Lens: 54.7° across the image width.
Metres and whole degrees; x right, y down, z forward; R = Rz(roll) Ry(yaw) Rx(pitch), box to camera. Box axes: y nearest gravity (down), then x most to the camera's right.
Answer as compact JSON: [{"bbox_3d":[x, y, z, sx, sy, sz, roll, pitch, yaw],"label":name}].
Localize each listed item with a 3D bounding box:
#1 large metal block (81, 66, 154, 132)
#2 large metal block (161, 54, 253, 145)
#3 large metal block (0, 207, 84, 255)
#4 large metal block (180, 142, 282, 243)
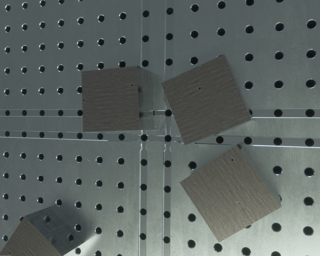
[{"bbox_3d":[-0.056,-0.036,0.418,0.080,0.050,0.079,-2,89,19],"label":"large metal block"},{"bbox_3d":[0.059,-0.031,0.378,0.080,0.050,0.080,-23,83,18],"label":"large metal block"},{"bbox_3d":[-0.176,0.180,0.460,0.080,0.050,0.080,39,102,15],"label":"large metal block"},{"bbox_3d":[0.084,0.074,0.369,0.080,0.050,0.080,-37,79,16],"label":"large metal block"}]
